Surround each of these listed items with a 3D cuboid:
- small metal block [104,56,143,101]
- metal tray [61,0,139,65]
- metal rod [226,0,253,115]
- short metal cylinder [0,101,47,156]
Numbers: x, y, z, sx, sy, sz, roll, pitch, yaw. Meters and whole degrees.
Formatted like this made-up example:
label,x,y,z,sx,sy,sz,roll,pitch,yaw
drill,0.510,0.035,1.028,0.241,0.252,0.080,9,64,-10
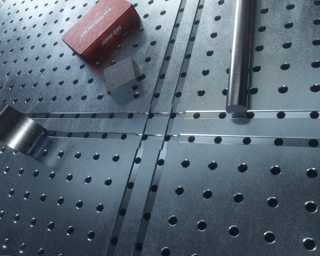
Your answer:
label,x,y,z,sx,sy,sz,roll,pitch,yaw
small metal block,-0.058,-0.078,0.487,0.050,0.025,0.050,-24,53,14
metal tray,-0.113,-0.188,0.580,0.130,0.030,0.090,-45,51,-4
metal rod,0.118,-0.153,0.440,0.025,0.025,0.300,-3,60,27
short metal cylinder,-0.230,0.001,0.493,0.080,0.080,0.050,23,74,36
